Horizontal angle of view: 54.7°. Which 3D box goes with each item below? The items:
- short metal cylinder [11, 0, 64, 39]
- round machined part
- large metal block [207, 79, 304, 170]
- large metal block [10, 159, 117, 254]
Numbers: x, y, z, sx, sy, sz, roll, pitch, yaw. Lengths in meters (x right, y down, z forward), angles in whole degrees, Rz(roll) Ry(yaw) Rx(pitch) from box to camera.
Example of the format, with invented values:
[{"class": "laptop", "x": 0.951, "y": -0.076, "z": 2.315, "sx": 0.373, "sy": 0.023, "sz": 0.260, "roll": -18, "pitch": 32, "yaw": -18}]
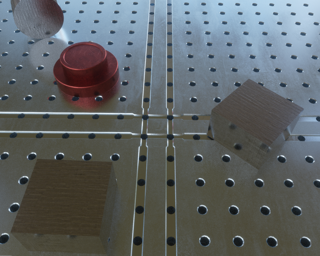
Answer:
[{"class": "short metal cylinder", "x": -0.215, "y": -0.205, "z": 0.543, "sx": 0.081, "sy": 0.080, "sz": 0.050, "roll": -17, "pitch": 52, "yaw": -14}, {"class": "round machined part", "x": -0.114, "y": -0.096, "z": 0.476, "sx": 0.099, "sy": 0.042, "sz": 0.098, "roll": 0, "pitch": 50, "yaw": 0}, {"class": "large metal block", "x": 0.120, "y": -0.007, "z": 0.398, "sx": 0.080, "sy": 0.050, "sz": 0.080, "roll": 37, "pitch": 59, "yaw": 26}, {"class": "large metal block", "x": -0.093, "y": 0.081, "z": 0.323, "sx": 0.080, "sy": 0.050, "sz": 0.080, "roll": 2, "pitch": 50, "yaw": 2}]
